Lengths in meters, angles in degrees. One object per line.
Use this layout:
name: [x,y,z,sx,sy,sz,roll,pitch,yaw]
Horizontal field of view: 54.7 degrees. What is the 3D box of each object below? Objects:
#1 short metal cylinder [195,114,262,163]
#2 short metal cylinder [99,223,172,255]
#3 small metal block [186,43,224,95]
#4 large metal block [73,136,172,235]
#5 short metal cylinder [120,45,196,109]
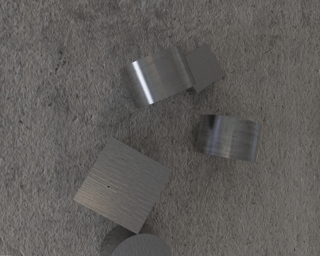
short metal cylinder: [0.090,0.015,0.414,0.081,0.080,0.050,12,86,-20]
short metal cylinder: [-0.031,0.163,0.385,0.081,0.050,0.080,0,90,-20]
small metal block: [0.052,-0.081,0.428,0.050,0.025,0.050,-37,102,-16]
large metal block: [-0.043,0.066,0.370,0.080,0.050,0.080,29,80,-2]
short metal cylinder: [-0.003,-0.062,0.379,0.081,0.080,0.050,-25,99,-18]
